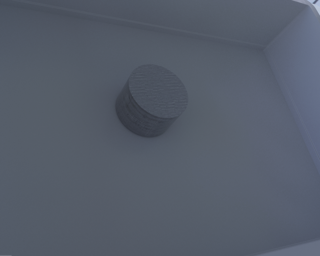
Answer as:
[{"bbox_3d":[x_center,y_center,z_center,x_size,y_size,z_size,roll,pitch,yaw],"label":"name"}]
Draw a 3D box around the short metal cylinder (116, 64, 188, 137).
[{"bbox_3d":[-0.011,-0.035,0.402,0.081,0.050,0.080,13,56,-21],"label":"short metal cylinder"}]
